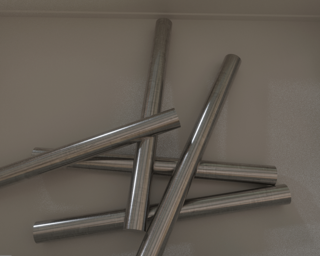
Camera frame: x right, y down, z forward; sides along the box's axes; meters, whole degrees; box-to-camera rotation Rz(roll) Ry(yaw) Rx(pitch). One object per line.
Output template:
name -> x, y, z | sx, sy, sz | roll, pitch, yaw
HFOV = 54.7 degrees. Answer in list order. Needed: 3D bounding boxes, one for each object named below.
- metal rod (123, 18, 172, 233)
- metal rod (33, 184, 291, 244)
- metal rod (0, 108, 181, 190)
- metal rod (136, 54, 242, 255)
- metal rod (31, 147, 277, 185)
metal rod -> -0.011, -0.023, 0.398 | 0.025, 0.025, 0.299 | 6, 64, 2
metal rod -> 0.006, 0.102, 0.371 | 0.302, 0.025, 0.025 | -8, 70, -4
metal rod -> -0.122, 0.036, 0.367 | 0.302, 0.025, 0.025 | -19, 71, -2
metal rod -> 0.044, 0.023, 0.379 | 0.025, 0.025, 0.300 | 23, 64, 8
metal rod -> -0.008, 0.048, 0.390 | 0.302, 0.025, 0.025 | 4, 70, 1
